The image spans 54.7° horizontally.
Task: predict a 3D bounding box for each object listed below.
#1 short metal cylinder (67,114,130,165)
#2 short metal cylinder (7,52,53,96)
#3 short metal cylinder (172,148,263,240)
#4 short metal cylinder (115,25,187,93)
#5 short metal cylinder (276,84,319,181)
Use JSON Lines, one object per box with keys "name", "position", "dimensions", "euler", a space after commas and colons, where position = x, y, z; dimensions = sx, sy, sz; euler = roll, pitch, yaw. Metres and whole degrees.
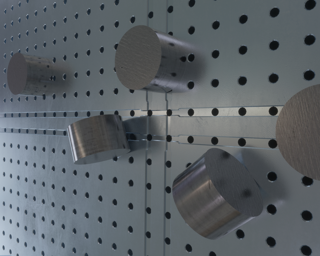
{"name": "short metal cylinder", "position": [-0.088, 0.018, 0.446], "dimensions": [0.080, 0.081, 0.050], "euler": [-25, 75, 37]}
{"name": "short metal cylinder", "position": [-0.254, -0.102, 0.603], "dimensions": [0.080, 0.050, 0.079], "euler": [0, 90, 40]}
{"name": "short metal cylinder", "position": [0.060, 0.068, 0.324], "dimensions": [0.050, 0.081, 0.080], "euler": [-46, 63, 30]}
{"name": "short metal cylinder", "position": [-0.013, -0.087, 0.404], "dimensions": [0.080, 0.050, 0.079], "euler": [0, 90, 40]}
{"name": "short metal cylinder", "position": [0.150, 0.003, 0.269], "dimensions": [0.080, 0.050, 0.079], "euler": [0, 90, 40]}
